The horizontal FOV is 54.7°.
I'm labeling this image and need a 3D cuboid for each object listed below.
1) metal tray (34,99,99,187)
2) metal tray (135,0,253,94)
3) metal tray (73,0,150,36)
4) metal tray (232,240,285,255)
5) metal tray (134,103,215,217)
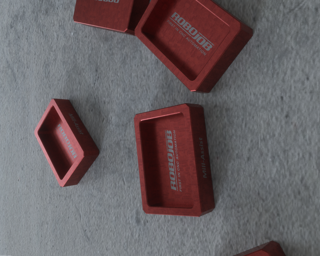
[{"bbox_3d":[-0.164,0.024,0.533,0.090,0.030,0.130,-51,61,27],"label":"metal tray"},{"bbox_3d":[0.034,-0.115,0.372,0.130,0.030,0.089,50,119,28],"label":"metal tray"},{"bbox_3d":[-0.072,-0.192,0.459,0.130,0.030,0.089,24,105,37],"label":"metal tray"},{"bbox_3d":[0.108,0.193,0.311,0.090,0.030,0.130,-39,67,32],"label":"metal tray"},{"bbox_3d":[0.015,0.040,0.387,0.090,0.030,0.129,-10,84,39],"label":"metal tray"}]
